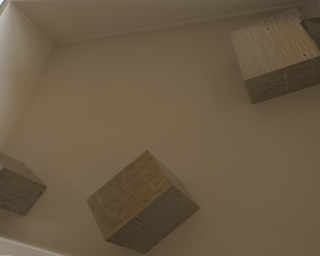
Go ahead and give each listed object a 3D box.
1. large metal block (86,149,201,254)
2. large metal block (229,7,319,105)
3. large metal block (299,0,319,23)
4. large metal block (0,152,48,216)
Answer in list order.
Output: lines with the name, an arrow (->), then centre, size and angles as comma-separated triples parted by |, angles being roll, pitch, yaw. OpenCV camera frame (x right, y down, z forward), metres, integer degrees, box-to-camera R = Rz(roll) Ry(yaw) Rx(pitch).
large metal block -> -0.015, 0.081, 0.328 | 0.080, 0.080, 0.050 | -40, 51, 1
large metal block -> 0.136, -0.085, 0.370 | 0.080, 0.050, 0.080 | -17, 55, 18
large metal block -> 0.190, -0.145, 0.301 | 0.050, 0.079, 0.080 | 7, 15, -7
large metal block -> -0.224, 0.073, 0.440 | 0.080, 0.080, 0.050 | 28, 77, 37
